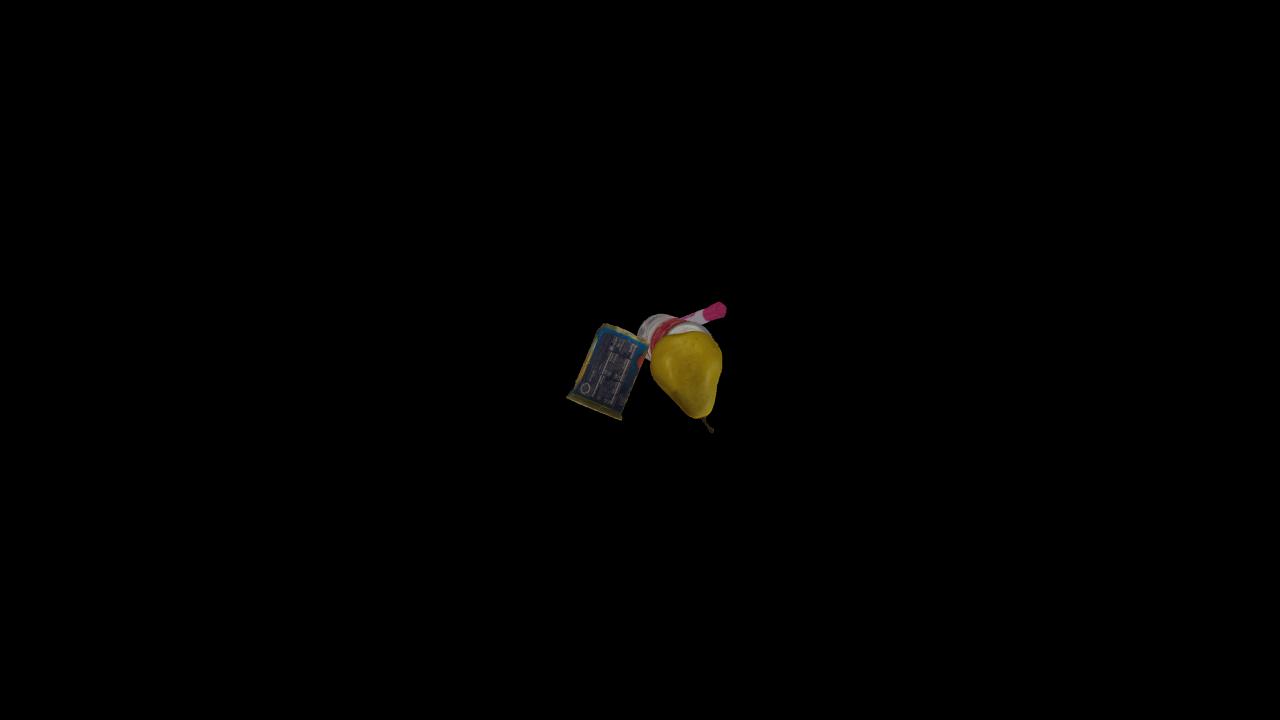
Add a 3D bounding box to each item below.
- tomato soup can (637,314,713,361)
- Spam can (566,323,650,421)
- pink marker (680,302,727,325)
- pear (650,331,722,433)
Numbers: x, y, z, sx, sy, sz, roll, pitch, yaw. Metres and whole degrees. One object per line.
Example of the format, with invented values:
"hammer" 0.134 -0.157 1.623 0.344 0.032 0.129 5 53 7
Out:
"tomato soup can" 0.041 -0.020 0.766 0.068 0.068 0.101 0 10 -18
"Spam can" -0.034 0.012 0.645 0.058 0.085 0.101 23 -6 -8
"pink marker" 0.060 -0.046 0.746 0.020 0.020 0.121 0 -12 -37
"pear" 0.053 0.026 0.669 0.080 0.111 0.080 -7 -6 -1
